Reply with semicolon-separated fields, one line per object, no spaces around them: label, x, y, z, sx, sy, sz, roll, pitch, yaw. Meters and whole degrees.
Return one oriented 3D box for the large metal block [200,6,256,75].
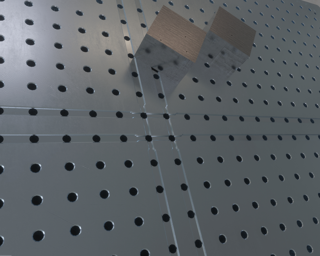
large metal block;0.116;-0.155;0.548;0.080;0.050;0.080;31;52;-9

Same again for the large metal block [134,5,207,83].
large metal block;0.017;-0.130;0.480;0.080;0.050;0.080;29;52;-10
